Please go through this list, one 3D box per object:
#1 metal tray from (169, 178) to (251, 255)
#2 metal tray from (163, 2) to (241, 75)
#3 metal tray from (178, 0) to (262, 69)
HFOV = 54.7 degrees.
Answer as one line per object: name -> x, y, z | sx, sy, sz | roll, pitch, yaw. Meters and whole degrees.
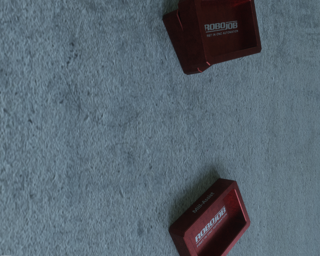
metal tray -> 0.080, 0.148, 0.468 | 0.131, 0.030, 0.090 | -35, 112, -34
metal tray -> 0.071, -0.146, 0.461 | 0.131, 0.030, 0.090 | -38, 113, -33
metal tray -> 0.089, -0.140, 0.435 | 0.131, 0.030, 0.089 | -21, 104, -38
